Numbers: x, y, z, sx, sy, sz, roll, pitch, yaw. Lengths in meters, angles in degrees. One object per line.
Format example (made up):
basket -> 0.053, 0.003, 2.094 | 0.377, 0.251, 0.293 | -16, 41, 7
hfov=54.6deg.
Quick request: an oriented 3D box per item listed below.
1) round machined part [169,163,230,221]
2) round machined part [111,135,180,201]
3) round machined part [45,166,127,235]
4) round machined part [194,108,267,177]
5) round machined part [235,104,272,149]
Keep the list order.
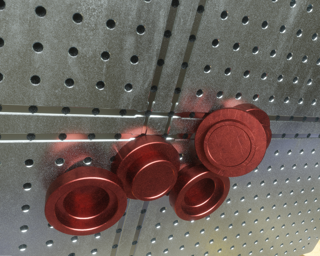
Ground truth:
round machined part -> 0.058, 0.095, 0.490 | 0.099, 0.042, 0.097 | -14, 124, -21
round machined part -> -0.015, 0.062, 0.430 | 0.099, 0.042, 0.097 | -14, 124, -21
round machined part -> -0.094, 0.088, 0.396 | 0.099, 0.042, 0.097 | -8, 123, -13
round machined part -> 0.096, 0.021, 0.429 | 0.098, 0.098, 0.042 | -59, 172, 14
round machined part -> 0.132, 0.015, 0.481 | 0.099, 0.042, 0.097 | -14, 124, -21
